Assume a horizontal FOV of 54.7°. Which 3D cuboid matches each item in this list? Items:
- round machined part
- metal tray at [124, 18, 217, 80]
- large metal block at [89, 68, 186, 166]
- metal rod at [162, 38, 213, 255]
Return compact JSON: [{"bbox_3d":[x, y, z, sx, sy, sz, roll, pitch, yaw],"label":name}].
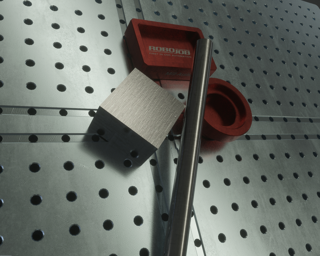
[{"bbox_3d":[0.082,-0.022,0.455,0.099,0.042,0.098,14,56,-21],"label":"round machined part"},{"bbox_3d":[0.018,-0.121,0.488,0.131,0.030,0.090,-3,63,-29],"label":"metal tray"},{"bbox_3d":[-0.027,-0.015,0.386,0.080,0.050,0.080,37,51,-4],"label":"large metal block"},{"bbox_3d":[0.038,0.017,0.381,0.025,0.025,0.299,18,66,-18],"label":"metal rod"}]
